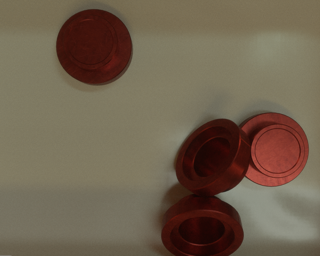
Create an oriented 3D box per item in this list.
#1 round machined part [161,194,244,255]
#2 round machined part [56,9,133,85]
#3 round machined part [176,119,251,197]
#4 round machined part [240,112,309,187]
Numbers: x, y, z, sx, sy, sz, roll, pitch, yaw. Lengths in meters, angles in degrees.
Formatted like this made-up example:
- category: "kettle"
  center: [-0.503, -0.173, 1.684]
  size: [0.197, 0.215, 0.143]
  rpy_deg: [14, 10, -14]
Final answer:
- category: "round machined part"
  center: [0.052, 0.120, 0.389]
  size: [0.099, 0.042, 0.097]
  rpy_deg: [1, 123, 2]
- category: "round machined part"
  center: [-0.086, -0.106, 0.402]
  size: [0.099, 0.042, 0.097]
  rpy_deg: [0, 90, 0]
- category: "round machined part"
  center: [0.070, 0.040, 0.381]
  size: [0.042, 0.098, 0.098]
  rpy_deg: [38, 90, -28]
- category: "round machined part"
  center: [0.146, 0.028, 0.404]
  size: [0.099, 0.042, 0.097]
  rpy_deg: [0, 90, 0]
